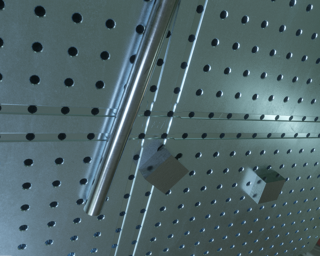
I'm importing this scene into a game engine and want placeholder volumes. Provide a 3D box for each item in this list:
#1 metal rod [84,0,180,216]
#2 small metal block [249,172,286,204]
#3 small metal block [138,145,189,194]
[{"bbox_3d":[-0.041,-0.016,0.378,0.025,0.025,0.298,9,114,-32],"label":"metal rod"},{"bbox_3d":[0.206,0.115,0.594,0.050,0.025,0.050,-4,120,-27],"label":"small metal block"},{"bbox_3d":[0.006,0.061,0.452,0.050,0.025,0.050,-43,129,2],"label":"small metal block"}]
